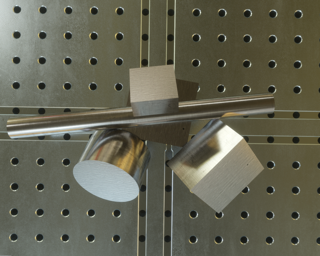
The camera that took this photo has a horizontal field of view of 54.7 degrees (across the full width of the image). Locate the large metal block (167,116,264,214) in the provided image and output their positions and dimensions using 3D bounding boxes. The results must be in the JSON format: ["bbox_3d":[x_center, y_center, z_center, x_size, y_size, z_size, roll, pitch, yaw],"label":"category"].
[{"bbox_3d":[0.069,0.046,0.376,0.080,0.050,0.080,-45,134,0],"label":"large metal block"}]

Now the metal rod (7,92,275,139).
[{"bbox_3d":[-0.021,-0.014,0.360,0.302,0.025,0.025,-6,90,0],"label":"metal rod"}]

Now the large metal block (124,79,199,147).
[{"bbox_3d":[0.000,-0.023,0.397,0.080,0.050,0.080,11,90,0],"label":"large metal block"}]

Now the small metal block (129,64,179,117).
[{"bbox_3d":[-0.007,-0.042,0.348,0.050,0.025,0.050,-6,55,0],"label":"small metal block"}]

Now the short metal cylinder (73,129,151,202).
[{"bbox_3d":[-0.057,0.046,0.376,0.080,0.079,0.050,19,47,0],"label":"short metal cylinder"}]
